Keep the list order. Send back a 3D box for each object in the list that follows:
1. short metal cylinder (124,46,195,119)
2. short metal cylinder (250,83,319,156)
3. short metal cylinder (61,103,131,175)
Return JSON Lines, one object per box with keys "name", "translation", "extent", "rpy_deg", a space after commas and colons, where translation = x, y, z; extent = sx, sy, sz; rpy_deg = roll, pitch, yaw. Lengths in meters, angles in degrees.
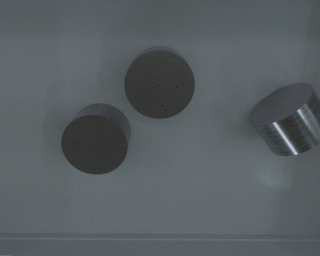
{"name": "short metal cylinder", "translation": [0.000, -0.057, 0.377], "extent": [0.081, 0.050, 0.079], "rpy_deg": [0, 110, -1]}
{"name": "short metal cylinder", "translation": [0.159, -0.011, 0.380], "extent": [0.080, 0.080, 0.050], "rpy_deg": [-35, 107, 12]}
{"name": "short metal cylinder", "translation": [-0.080, 0.013, 0.402], "extent": [0.081, 0.050, 0.079], "rpy_deg": [0, 110, -1]}
